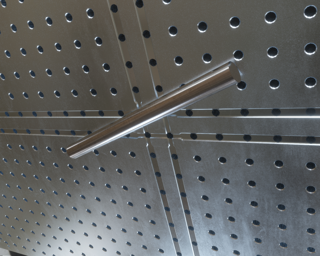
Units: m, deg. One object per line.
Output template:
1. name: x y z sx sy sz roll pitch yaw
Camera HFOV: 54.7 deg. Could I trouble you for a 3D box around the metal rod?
1. metal rod: -0.031 -0.011 0.419 0.299 0.025 0.025 -24 106 36
